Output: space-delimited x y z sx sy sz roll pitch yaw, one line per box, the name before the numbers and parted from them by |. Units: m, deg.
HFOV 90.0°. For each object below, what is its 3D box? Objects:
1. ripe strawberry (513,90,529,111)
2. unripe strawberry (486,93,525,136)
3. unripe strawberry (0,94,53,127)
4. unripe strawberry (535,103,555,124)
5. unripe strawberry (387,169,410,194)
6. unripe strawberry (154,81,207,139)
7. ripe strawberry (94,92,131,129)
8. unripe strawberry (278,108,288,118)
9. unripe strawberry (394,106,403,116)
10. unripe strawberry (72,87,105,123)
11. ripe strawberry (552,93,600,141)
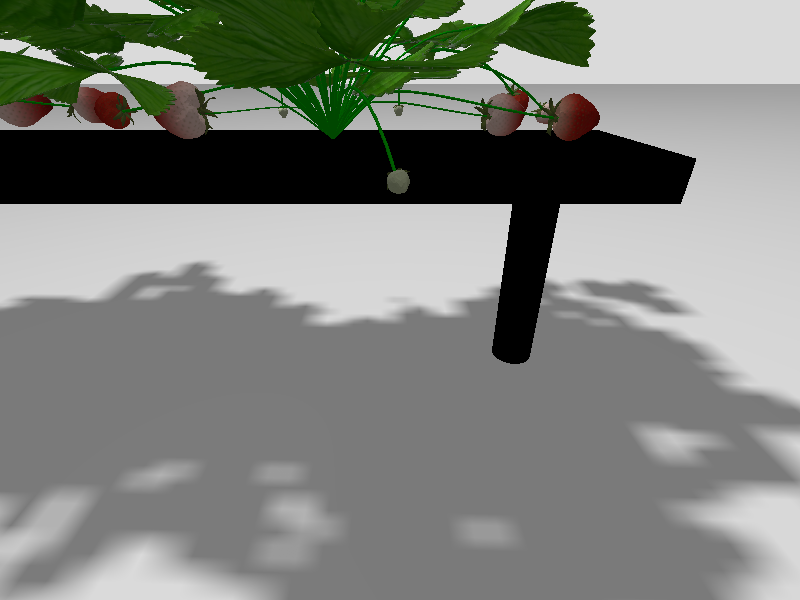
ripe strawberry | 0.133 -0.225 0.463 0.032 0.027 0.032 30 -11 41
unripe strawberry | 0.091 -0.160 0.347 0.034 0.034 0.032 -5 30 -10
unripe strawberry | -0.385 -0.202 0.407 0.049 0.048 0.045 -22 37 -35
unripe strawberry | 0.150 -0.189 0.408 0.022 0.019 0.022 19 17 -35
unripe strawberry | 0.000 -0.053 0.182 0.010 0.011 0.011 -9 -40 -16
unripe strawberry | -0.175 -0.151 0.319 0.039 0.041 0.036 0 30 1
ripe strawberry | -0.272 -0.179 0.378 0.030 0.031 0.028 8 31 15
unripe strawberry | -0.130 -0.210 0.448 0.010 0.011 0.011 -15 33 -24
unripe strawberry | -0.001 -0.221 0.468 0.011 0.012 0.012 9 31 15
unripe strawberry | -0.311 -0.199 0.410 0.039 0.034 0.039 -14 33 -25
ripe strawberry | 0.141 -0.145 0.318 0.036 0.034 0.033 1 30 0
